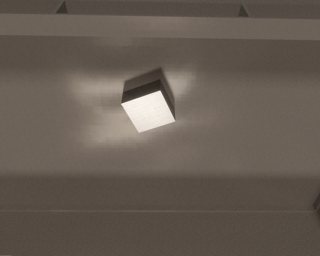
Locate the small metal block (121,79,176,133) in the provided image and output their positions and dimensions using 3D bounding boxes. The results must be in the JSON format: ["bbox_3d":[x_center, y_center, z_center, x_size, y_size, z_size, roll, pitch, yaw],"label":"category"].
[{"bbox_3d":[-0.013,-0.027,0.386,0.050,0.025,0.050,-18,128,14],"label":"small metal block"}]
